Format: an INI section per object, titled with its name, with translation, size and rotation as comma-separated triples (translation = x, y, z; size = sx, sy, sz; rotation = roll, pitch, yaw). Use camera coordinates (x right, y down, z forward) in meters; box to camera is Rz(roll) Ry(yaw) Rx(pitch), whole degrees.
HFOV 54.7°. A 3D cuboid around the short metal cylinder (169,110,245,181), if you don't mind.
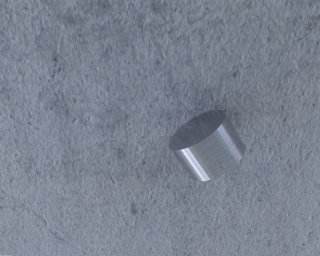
[short metal cylinder]
translation = 0.058, 0.021, 0.389
size = 0.080, 0.080, 0.050
rotation = -32, 107, 10
